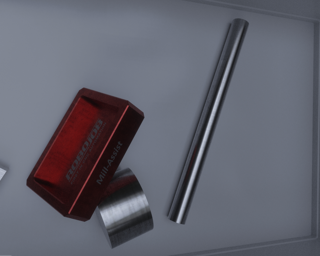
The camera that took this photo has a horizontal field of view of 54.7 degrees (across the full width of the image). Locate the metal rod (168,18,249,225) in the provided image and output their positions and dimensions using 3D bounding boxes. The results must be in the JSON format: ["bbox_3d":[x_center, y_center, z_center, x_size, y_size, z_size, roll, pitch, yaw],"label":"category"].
[{"bbox_3d":[0.070,-0.014,0.437,0.025,0.025,0.299,21,83,-19],"label":"metal rod"}]

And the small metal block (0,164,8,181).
[{"bbox_3d":[-0.203,0.055,0.336,0.050,0.025,0.050,33,79,-17],"label":"small metal block"}]

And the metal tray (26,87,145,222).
[{"bbox_3d":[-0.084,0.024,0.344,0.030,0.090,0.130,39,75,-48],"label":"metal tray"}]

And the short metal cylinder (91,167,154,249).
[{"bbox_3d":[-0.048,0.093,0.365,0.050,0.080,0.080,-20,97,-19],"label":"short metal cylinder"}]
